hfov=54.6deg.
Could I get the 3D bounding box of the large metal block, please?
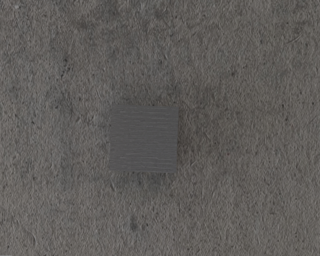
[{"bbox_3d":[-0.019,0.013,0.397,0.080,0.050,0.080,2,90,0],"label":"large metal block"}]
